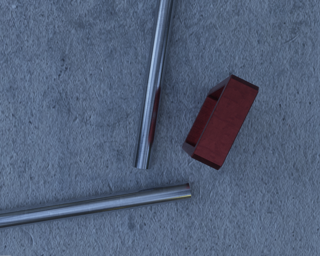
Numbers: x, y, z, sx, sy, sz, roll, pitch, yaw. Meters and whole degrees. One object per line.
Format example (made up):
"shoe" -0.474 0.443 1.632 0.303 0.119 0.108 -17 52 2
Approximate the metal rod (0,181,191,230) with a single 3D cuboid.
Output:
"metal rod" -0.110 0.106 0.408 0.302 0.025 0.025 -9 90 -1

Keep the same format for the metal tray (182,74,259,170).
"metal tray" 0.063 -0.006 0.358 0.030 0.130 0.090 26 90 0

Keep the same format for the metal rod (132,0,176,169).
"metal rod" -0.002 -0.095 0.409 0.025 0.025 0.298 9 90 -1
